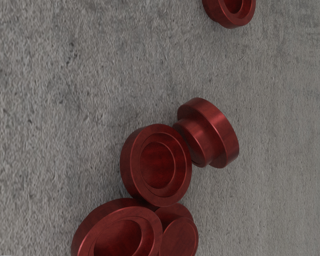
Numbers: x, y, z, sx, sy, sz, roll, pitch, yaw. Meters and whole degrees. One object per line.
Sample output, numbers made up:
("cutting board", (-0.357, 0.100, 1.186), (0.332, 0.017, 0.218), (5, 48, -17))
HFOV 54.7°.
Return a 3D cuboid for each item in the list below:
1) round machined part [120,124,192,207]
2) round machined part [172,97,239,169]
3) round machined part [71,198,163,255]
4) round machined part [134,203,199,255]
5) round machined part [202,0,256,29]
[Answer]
("round machined part", (-0.009, 0.046, 0.379), (0.099, 0.042, 0.098), (12, 72, -41))
("round machined part", (0.052, 0.013, 0.404), (0.042, 0.098, 0.098), (-33, 111, -19))
("round machined part", (-0.049, 0.121, 0.341), (0.099, 0.042, 0.097), (-11, 112, -30))
("round machined part", (0.012, 0.146, 0.404), (0.099, 0.042, 0.097), (0, 90, -40))
("round machined part", (0.102, -0.202, 0.478), (0.099, 0.042, 0.097), (0, 90, -40))
